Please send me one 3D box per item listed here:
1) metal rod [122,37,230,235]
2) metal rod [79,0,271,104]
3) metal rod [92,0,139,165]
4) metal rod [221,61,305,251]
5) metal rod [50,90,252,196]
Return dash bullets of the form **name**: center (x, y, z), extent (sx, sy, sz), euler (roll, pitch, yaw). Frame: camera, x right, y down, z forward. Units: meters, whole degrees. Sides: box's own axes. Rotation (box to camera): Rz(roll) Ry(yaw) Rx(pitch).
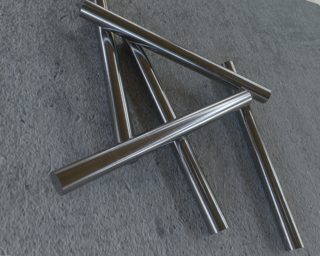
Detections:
- **metal rod**: center (0.013, -0.007, 0.414), extent (0.025, 0.025, 0.299), euler (-12, 68, -33)
- **metal rod**: center (0.032, -0.105, 0.451), extent (0.302, 0.025, 0.025), euler (22, 54, -15)
- **metal rod**: center (-0.068, -0.093, 0.423), extent (0.025, 0.025, 0.299), euler (1, 61, -28)
- **metal rod**: center (0.144, 0.025, 0.465), extent (0.025, 0.025, 0.299), euler (1, 61, -28)
- **metal rod**: center (0.016, 0.003, 0.376), extent (0.302, 0.025, 0.025), euler (-24, 75, -36)
